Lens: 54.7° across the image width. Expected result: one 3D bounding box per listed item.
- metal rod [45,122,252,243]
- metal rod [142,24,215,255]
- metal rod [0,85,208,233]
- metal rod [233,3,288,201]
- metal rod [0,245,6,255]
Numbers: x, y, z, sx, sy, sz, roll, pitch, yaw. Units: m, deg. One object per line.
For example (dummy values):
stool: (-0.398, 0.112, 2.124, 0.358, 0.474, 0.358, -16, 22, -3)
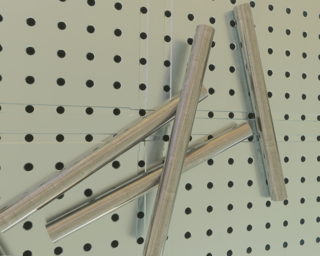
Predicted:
metal rod: (0.000, 0.064, 0.413, 0.302, 0.025, 0.025, -25, 99, -19)
metal rod: (0.025, 0.014, 0.395, 0.025, 0.025, 0.298, 15, 85, -20)
metal rod: (-0.060, 0.027, 0.391, 0.302, 0.025, 0.025, -34, 101, -17)
metal rod: (0.153, -0.035, 0.470, 0.025, 0.025, 0.298, -15, 95, -20)
metal rod: (-0.211, 0.092, 0.334, 0.025, 0.025, 0.299, -28, 100, -18)
